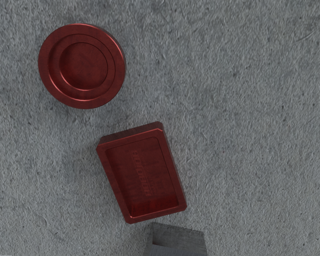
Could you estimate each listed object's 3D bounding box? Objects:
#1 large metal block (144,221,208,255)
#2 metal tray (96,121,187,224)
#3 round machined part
[{"bbox_3d":[0.018,0.198,0.470,0.081,0.050,0.079,13,110,-6],"label":"large metal block"},{"bbox_3d":[-0.023,0.064,0.430,0.090,0.030,0.129,-16,110,5],"label":"metal tray"},{"bbox_3d":[-0.089,-0.075,0.372,0.099,0.042,0.097,0,110,-1],"label":"round machined part"}]
